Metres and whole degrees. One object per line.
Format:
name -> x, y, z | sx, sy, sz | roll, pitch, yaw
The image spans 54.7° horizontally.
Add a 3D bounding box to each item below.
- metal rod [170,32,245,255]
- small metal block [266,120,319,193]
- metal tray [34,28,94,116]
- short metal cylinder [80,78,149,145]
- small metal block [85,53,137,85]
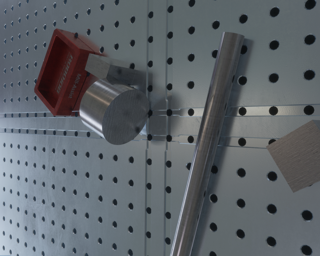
metal rod -> 0.051, 0.041, 0.367 | 0.025, 0.025, 0.298 | 20, 102, 38
small metal block -> 0.139, 0.027, 0.294 | 0.050, 0.025, 0.050 | -39, 67, 33
metal tray -> -0.173, -0.097, 0.548 | 0.090, 0.030, 0.129 | 42, 115, 31
short metal cylinder -> -0.061, -0.023, 0.424 | 0.050, 0.081, 0.079 | 30, 109, 36
small metal block -> -0.072, -0.085, 0.453 | 0.050, 0.050, 0.025 | 33, 110, 35
